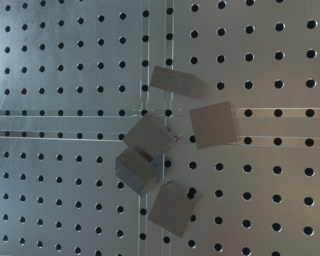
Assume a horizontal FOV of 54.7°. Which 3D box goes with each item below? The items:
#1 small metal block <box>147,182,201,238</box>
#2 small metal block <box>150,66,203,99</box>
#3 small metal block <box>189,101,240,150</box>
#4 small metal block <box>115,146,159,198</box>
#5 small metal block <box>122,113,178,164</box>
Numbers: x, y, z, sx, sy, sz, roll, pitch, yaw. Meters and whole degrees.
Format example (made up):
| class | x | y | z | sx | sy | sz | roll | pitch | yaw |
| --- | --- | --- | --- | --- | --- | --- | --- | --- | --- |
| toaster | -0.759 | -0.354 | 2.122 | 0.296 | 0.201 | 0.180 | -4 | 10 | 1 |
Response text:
| class | x | y | z | sx | sy | sz | roll | pitch | yaw |
| --- | --- | --- | --- | --- | --- | --- | --- | --- | --- |
| small metal block | 0.019 | 0.106 | 0.405 | 0.050 | 0.025 | 0.050 | 24 | 98 | 18 |
| small metal block | 0.022 | -0.057 | 0.391 | 0.050 | 0.050 | 0.025 | 17 | 96 | 19 |
| small metal block | 0.069 | -0.003 | 0.388 | 0.050 | 0.025 | 0.050 | -13 | 86 | 19 |
| small metal block | -0.032 | 0.059 | 0.407 | 0.050 | 0.050 | 0.025 | 38 | 60 | 15 |
| small metal block | -0.014 | 0.015 | 0.417 | 0.050 | 0.025 | 0.050 | 46 | 104 | 14 |
